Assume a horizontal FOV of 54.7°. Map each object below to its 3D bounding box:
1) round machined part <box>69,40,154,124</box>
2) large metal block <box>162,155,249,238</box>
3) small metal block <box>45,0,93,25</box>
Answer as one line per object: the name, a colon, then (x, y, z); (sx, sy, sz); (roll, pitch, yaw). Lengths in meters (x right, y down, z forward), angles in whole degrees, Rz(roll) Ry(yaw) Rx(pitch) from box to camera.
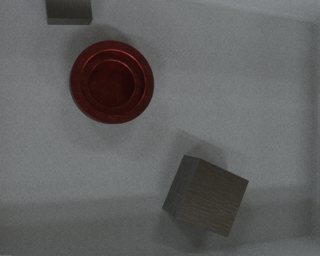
round machined part: (-0.060, -0.053, 0.380); (0.099, 0.042, 0.097); (0, 90, -21)
large metal block: (0.061, 0.091, 0.421); (0.080, 0.050, 0.080); (26, 81, -19)
small metal block: (-0.110, -0.152, 0.370); (0.050, 0.025, 0.050); (-7, 92, -20)
